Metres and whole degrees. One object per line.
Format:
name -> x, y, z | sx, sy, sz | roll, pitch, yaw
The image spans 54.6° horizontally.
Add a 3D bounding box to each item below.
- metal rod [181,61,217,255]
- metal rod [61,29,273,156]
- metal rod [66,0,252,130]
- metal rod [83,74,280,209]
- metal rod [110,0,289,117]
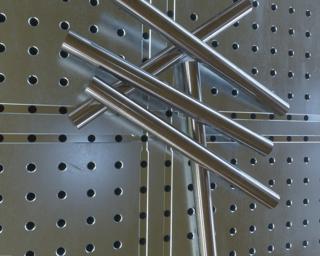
metal rod -> 0.056, 0.059, 0.432 | 0.025, 0.025, 0.298 | -7, 92, -20
metal rod -> 0.023, -0.035, 0.393 | 0.301, 0.025, 0.025 | 26, 81, -18
metal rod -> 0.010, -0.094, 0.415 | 0.301, 0.025, 0.025 | -37, 102, -16
metal rod -> 0.040, 0.027, 0.399 | 0.301, 0.025, 0.025 | 33, 80, -17
metal rod -> 0.070, -0.091, 0.416 | 0.301, 0.025, 0.025 | 27, 81, -26
